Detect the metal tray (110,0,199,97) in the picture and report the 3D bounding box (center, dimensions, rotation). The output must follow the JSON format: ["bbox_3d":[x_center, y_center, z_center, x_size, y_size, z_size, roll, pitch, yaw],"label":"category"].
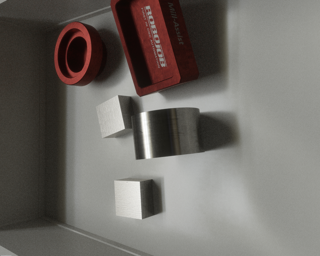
[{"bbox_3d":[-0.009,-0.110,0.377,0.090,0.030,0.129,-11,97,52],"label":"metal tray"}]

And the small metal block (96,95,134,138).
[{"bbox_3d":[-0.065,-0.016,0.458,0.050,0.025,0.050,-21,77,37],"label":"small metal block"}]

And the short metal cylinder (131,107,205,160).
[{"bbox_3d":[0.009,0.008,0.362,0.080,0.081,0.050,-11,83,39],"label":"short metal cylinder"}]

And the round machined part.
[{"bbox_3d":[-0.123,-0.115,0.494,0.098,0.042,0.097,0,90,39],"label":"round machined part"}]

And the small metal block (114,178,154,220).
[{"bbox_3d":[-0.037,0.098,0.435,0.050,0.025,0.050,-6,86,39],"label":"small metal block"}]
